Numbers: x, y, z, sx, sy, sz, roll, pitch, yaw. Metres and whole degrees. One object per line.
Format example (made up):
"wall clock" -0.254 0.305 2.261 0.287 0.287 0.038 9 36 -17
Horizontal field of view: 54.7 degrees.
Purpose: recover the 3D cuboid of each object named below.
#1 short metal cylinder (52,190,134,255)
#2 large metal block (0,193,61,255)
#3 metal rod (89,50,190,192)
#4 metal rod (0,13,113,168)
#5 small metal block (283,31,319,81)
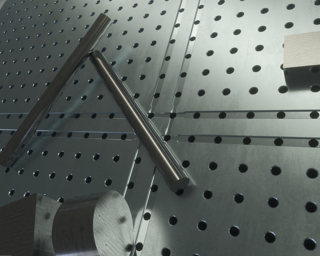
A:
"short metal cylinder" -0.071 0.113 0.341 0.050 0.080 0.080 -15 56 20
"large metal block" -0.175 0.140 0.398 0.080 0.050 0.080 -22 53 14
"metal rod" -0.044 -0.030 0.449 0.025 0.025 0.300 -38 51 3
"metal rod" -0.175 -0.065 0.521 0.025 0.025 0.300 30 84 37
"small metal block" 0.176 -0.086 0.369 0.050 0.025 0.050 -1 61 27
